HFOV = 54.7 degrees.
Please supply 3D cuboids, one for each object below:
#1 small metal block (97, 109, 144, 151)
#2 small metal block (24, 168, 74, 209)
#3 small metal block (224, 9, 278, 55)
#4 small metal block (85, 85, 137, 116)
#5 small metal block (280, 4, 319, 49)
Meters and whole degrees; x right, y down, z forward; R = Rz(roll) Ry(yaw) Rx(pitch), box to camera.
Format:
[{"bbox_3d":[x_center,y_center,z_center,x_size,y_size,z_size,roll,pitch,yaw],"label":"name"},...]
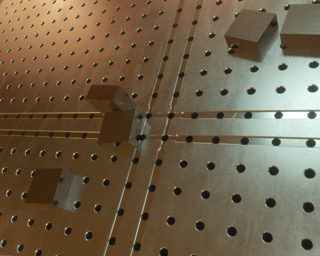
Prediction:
[{"bbox_3d":[-0.055,0.003,0.433,0.050,0.025,0.050,-5,59,25],"label":"small metal block"},{"bbox_3d":[-0.155,0.085,0.435,0.050,0.025,0.050,-4,60,25],"label":"small metal block"},{"bbox_3d":[0.125,-0.132,0.423,0.050,0.025,0.050,26,76,36],"label":"small metal block"},{"bbox_3d":[-0.071,-0.038,0.451,0.050,0.050,0.025,6,65,30],"label":"small metal block"},{"bbox_3d":[0.185,-0.129,0.390,0.050,0.025,0.050,13,68,33],"label":"small metal block"}]
